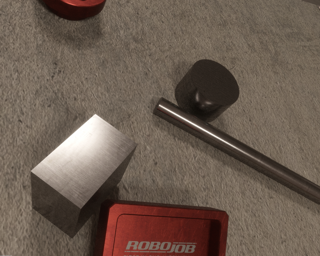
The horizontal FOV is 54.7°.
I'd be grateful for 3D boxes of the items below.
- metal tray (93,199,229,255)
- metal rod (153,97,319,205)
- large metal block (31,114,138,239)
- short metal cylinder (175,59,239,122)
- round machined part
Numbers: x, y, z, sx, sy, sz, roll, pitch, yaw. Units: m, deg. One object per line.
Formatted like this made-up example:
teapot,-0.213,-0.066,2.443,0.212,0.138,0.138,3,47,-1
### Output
metal tray,0.003,0.122,0.307,0.131,0.030,0.090,11,80,-23
metal rod,0.127,0.039,0.450,0.301,0.025,0.025,29,52,-11
large metal block,-0.073,0.047,0.297,0.050,0.080,0.080,35,51,6
short metal cylinder,0.069,-0.055,0.461,0.081,0.050,0.080,14,56,-21
round machined part,-0.128,-0.194,0.443,0.099,0.042,0.098,14,56,-21
